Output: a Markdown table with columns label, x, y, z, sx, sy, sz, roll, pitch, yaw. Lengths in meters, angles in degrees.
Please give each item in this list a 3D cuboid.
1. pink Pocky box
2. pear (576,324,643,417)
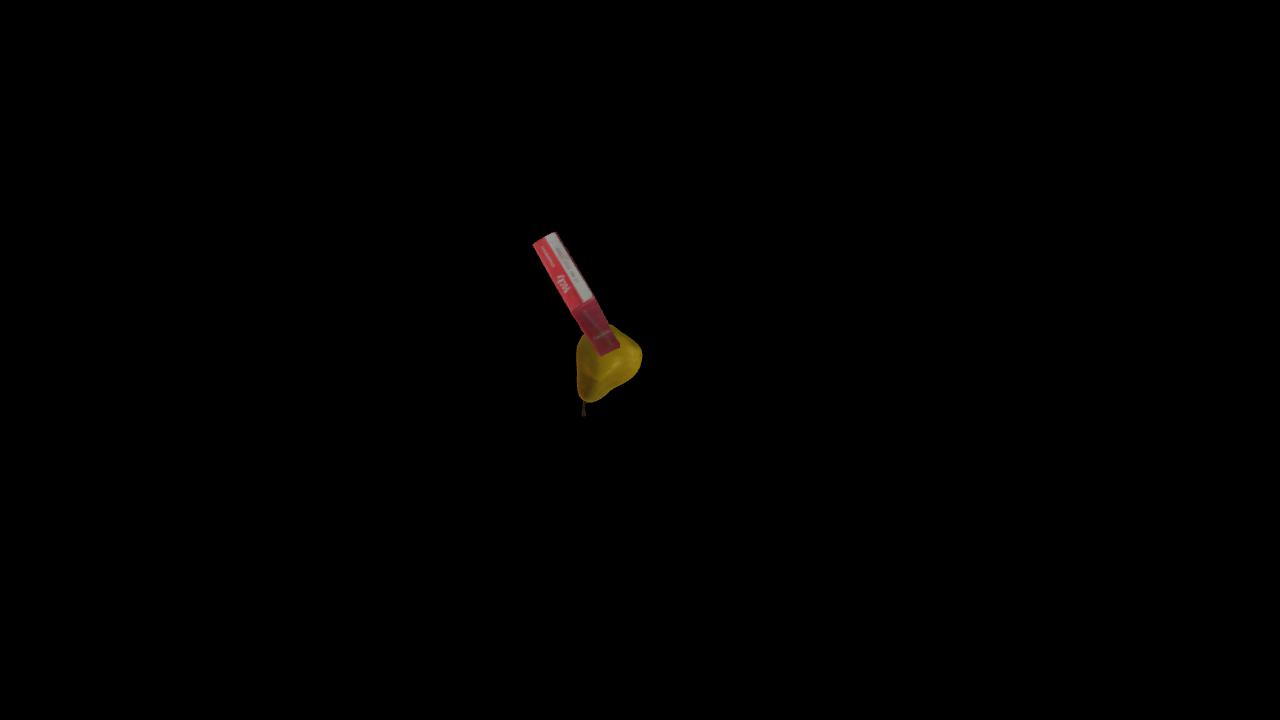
| label | x | y | z | sx | sy | sz | roll | pitch | yaw |
| --- | --- | --- | --- | --- | --- | --- | --- | --- | --- |
| pink Pocky box | -0.062 | -0.062 | 0.644 | 0.029 | 0.084 | 0.155 | -30 | -18 | -2 |
| pear | -0.051 | 0.013 | 0.736 | 0.080 | 0.111 | 0.080 | 37 | 2 | -2 |
